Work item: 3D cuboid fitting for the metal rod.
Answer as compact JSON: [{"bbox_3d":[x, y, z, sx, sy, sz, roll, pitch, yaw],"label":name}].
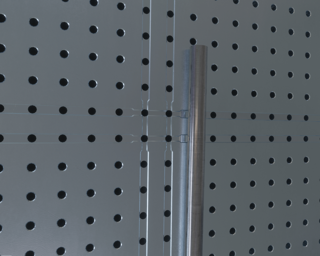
[{"bbox_3d":[0.050,0.037,0.430,0.025,0.025,0.298,2,90,-20],"label":"metal rod"}]
